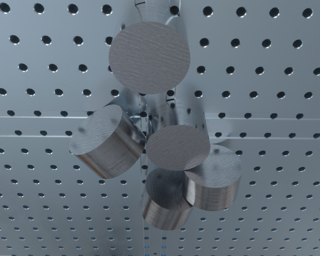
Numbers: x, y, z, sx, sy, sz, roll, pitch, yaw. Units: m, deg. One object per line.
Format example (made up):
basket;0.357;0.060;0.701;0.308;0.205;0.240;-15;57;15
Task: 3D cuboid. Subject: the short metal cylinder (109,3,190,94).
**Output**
short metal cylinder;-0.010;-0.082;0.325;0.081;0.050;0.079;0;130;0

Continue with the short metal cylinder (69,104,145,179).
short metal cylinder;-0.065;0.017;0.389;0.080;0.080;0.050;-25;126;20

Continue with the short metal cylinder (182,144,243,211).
short metal cylinder;0.071;0.068;0.434;0.080;0.080;0.050;-1;130;1

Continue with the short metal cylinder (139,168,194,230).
short metal cylinder;0.013;0.104;0.465;0.081;0.080;0.050;10;130;-9

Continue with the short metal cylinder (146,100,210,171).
short metal cylinder;0.022;0.010;0.404;0.081;0.050;0.079;0;130;0
